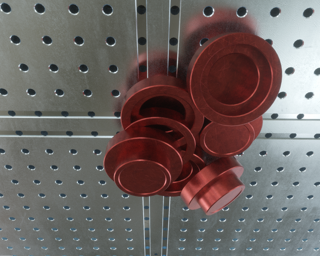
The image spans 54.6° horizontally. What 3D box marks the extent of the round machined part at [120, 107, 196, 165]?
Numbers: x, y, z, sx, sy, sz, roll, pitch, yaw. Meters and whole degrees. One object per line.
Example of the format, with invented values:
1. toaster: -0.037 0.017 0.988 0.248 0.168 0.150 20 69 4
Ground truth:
1. round machined part: -0.004 0.011 0.409 0.099 0.042 0.097 0 130 0

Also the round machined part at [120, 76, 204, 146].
1. round machined part: 0.003 -0.023 0.381 0.099 0.042 0.097 0 130 0

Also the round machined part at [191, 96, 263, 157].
1. round machined part: 0.083 0.000 0.401 0.099 0.042 0.097 0 130 0

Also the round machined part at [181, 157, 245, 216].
1. round machined part: 0.082 0.087 0.443 0.099 0.042 0.098 -27 150 -17

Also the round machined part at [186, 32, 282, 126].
1. round machined part: 0.077 -0.054 0.340 0.099 0.042 0.097 -2 109 -6

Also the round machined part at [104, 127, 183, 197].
1. round machined part: -0.021 0.049 0.386 0.099 0.042 0.097 0 130 0

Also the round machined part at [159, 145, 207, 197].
1. round machined part: 0.017 0.052 0.444 0.099 0.042 0.097 0 130 0
